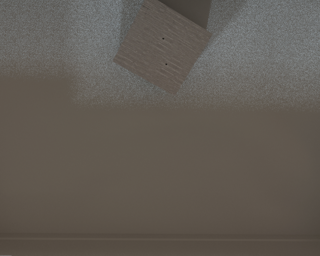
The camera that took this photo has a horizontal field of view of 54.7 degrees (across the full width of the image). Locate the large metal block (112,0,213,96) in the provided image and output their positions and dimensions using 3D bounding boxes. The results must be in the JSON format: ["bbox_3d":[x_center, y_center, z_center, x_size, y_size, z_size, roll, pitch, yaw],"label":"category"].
[{"bbox_3d":[0.002,-0.096,0.363,0.080,0.050,0.080,28,107,-10],"label":"large metal block"}]
